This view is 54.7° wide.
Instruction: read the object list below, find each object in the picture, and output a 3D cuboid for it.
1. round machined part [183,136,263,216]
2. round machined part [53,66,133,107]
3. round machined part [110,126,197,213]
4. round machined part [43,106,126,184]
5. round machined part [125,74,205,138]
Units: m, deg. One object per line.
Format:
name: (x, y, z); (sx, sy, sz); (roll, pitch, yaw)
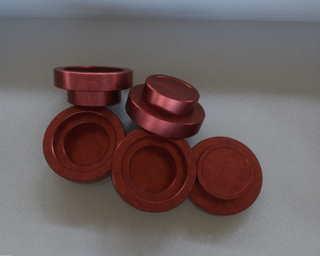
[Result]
round machined part: (0.077, 0.056, 0.379); (0.099, 0.042, 0.098); (0, 70, -1)
round machined part: (-0.084, -0.054, 0.399); (0.099, 0.098, 0.042); (3, 106, 0)
round machined part: (-0.010, 0.050, 0.368); (0.099, 0.042, 0.098); (3, 76, -13)
round machined part: (-0.090, 0.022, 0.389); (0.099, 0.042, 0.098); (0, 70, -1)
round machined part: (0.010, -0.033, 0.382); (0.099, 0.042, 0.098); (15, 30, -8)
